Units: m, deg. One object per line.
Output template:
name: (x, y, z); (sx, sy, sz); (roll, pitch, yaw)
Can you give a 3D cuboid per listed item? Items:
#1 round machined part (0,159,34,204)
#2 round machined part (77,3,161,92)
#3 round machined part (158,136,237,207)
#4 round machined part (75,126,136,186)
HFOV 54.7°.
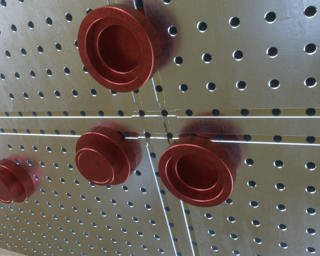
round machined part: (-0.311, 0.115, 0.632); (0.098, 0.042, 0.097); (13, 124, 20)
round machined part: (-0.043, -0.095, 0.363); (0.098, 0.042, 0.097); (13, 124, 20)
round machined part: (0.051, 0.052, 0.405); (0.098, 0.042, 0.097); (13, 124, 20)
round machined part: (-0.090, 0.050, 0.476); (0.098, 0.042, 0.097); (13, 124, 20)
